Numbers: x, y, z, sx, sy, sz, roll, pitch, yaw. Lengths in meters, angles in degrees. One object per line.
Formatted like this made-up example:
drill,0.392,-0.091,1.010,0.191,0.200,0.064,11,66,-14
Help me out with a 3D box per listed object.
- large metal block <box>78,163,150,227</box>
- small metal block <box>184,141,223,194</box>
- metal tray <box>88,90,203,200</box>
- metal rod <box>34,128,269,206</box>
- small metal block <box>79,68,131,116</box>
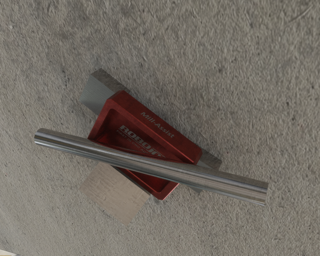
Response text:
large metal block,-0.059,0.087,0.445,0.080,0.080,0.050,37,87,3
small metal block,0.047,0.053,0.415,0.050,0.025,0.050,33,129,6
metal tray,-0.023,0.024,0.397,0.130,0.030,0.089,37,129,2
metal rod,-0.027,0.040,0.375,0.301,0.025,0.025,12,123,21
small metal block,-0.075,-0.044,0.419,0.050,0.025,0.050,38,129,2
